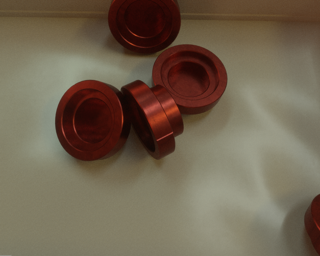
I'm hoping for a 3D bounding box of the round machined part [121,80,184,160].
[{"bbox_3d":[-0.006,-0.014,0.376,0.042,0.098,0.098,-27,73,-15],"label":"round machined part"}]

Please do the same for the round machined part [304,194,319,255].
[{"bbox_3d":[0.210,0.121,0.343,0.099,0.042,0.098,6,35,-4],"label":"round machined part"}]

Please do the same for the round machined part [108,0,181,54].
[{"bbox_3d":[-0.021,-0.157,0.433,0.099,0.097,0.042,1,47,0],"label":"round machined part"}]

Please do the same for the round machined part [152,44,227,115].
[{"bbox_3d":[0.037,-0.061,0.420,0.099,0.042,0.098,2,66,-5],"label":"round machined part"}]

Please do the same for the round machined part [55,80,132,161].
[{"bbox_3d":[-0.079,-0.009,0.389,0.098,0.042,0.097,-1,87,23],"label":"round machined part"}]
